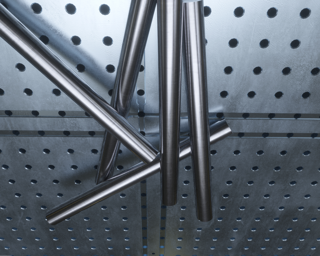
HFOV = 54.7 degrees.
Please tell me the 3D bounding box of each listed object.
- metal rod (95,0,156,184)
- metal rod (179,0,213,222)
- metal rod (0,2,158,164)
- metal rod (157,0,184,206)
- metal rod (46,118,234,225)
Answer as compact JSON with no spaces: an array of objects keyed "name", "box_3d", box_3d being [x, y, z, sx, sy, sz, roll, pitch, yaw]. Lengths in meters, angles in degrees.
[{"name":"metal rod","box_3d":[-0.050,-0.027,0.387,0.025,0.025,0.298,11,129,-10]},{"name":"metal rod","box_3d":[0.048,0.001,0.381,0.025,0.025,0.298,-6,120,4]},{"name":"metal rod","box_3d":[-0.110,-0.060,0.337,0.025,0.025,0.300,-34,117,25]},{"name":"metal rod","box_3d":[0.011,-0.022,0.357,0.025,0.025,0.298,-1,124,0]},{"name":"metal rod","box_3d":[-0.037,0.068,0.443,0.300,0.025,0.025,-29,125,12]}]
